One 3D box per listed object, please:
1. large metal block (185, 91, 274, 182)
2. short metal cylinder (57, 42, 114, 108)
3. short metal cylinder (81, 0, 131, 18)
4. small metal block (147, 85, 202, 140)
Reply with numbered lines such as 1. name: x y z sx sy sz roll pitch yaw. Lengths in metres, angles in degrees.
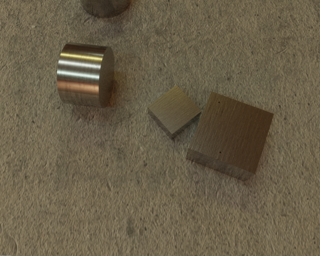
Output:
1. large metal block: 0.086 0.012 0.391 0.080 0.050 0.080 21 71 7
2. short metal cylinder: -0.093 -0.068 0.403 0.050 0.080 0.080 7 70 3
3. short metal cylinder: -0.087 -0.217 0.473 0.081 0.050 0.080 0 70 0
4. small metal block: 0.019 -0.021 0.416 0.050 0.025 0.050 -38 75 -13
